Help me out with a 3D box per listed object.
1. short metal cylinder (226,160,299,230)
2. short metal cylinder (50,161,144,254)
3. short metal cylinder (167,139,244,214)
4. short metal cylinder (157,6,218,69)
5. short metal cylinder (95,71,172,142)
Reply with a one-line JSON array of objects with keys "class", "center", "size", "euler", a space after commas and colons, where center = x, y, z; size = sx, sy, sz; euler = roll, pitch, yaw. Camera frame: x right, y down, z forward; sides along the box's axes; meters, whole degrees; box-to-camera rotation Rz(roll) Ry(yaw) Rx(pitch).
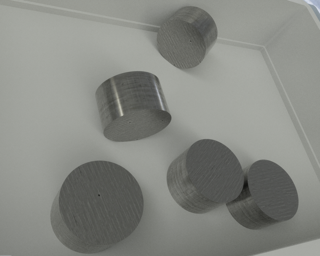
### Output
[{"class": "short metal cylinder", "center": [0.133, 0.088, 0.410], "size": [0.081, 0.050, 0.080], "euler": [14, 56, -21]}, {"class": "short metal cylinder", "center": [-0.063, 0.079, 0.308], "size": [0.081, 0.050, 0.080], "euler": [14, 56, -21]}, {"class": "short metal cylinder", "center": [0.055, 0.060, 0.384], "size": [0.081, 0.050, 0.080], "euler": [14, 56, -21]}, {"class": "short metal cylinder", "center": [0.042, -0.140, 0.480], "size": [0.080, 0.080, 0.050], "euler": [38, 51, -3]}, {"class": "short metal cylinder", "center": [-0.032, -0.023, 0.369], "size": [0.081, 0.080, 0.050], "euler": [-3, 63, -30]}]
